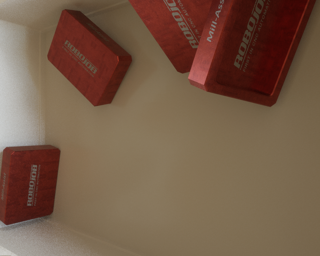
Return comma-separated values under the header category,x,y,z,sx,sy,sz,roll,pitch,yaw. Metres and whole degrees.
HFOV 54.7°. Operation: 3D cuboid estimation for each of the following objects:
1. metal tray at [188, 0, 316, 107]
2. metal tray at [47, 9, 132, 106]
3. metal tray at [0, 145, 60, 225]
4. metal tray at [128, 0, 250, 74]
category,x,y,z,sx,sy,sz,roll,pitch,yaw
metal tray,0.088,-0.091,0.287,0.030,0.091,0.129,39,116,57
metal tray,-0.111,-0.107,0.471,0.130,0.030,0.089,43,122,18
metal tray,-0.233,0.098,0.552,0.030,0.091,0.129,16,100,39
metal tray,0.028,-0.122,0.322,0.090,0.130,0.030,-8,45,39
